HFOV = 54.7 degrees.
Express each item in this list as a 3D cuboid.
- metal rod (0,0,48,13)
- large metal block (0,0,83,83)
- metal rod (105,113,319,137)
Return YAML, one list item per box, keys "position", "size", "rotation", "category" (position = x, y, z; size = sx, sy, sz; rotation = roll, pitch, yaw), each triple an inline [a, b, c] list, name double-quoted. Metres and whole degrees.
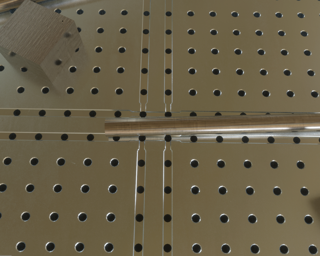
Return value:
- position: [-0.127, -0.233, 0.495]
  size: [0.302, 0.025, 0.025]
  rotation: [-18, 71, -7]
  category: "metal rod"
- position: [-0.172, -0.124, 0.442]
  size: [0.080, 0.050, 0.080]
  rotation: [27, 72, 9]
  category: "large metal block"
- position: [0.080, -0.004, 0.414]
  size: [0.302, 0.025, 0.025]
  rotation: [-1, 70, -1]
  category: "metal rod"
